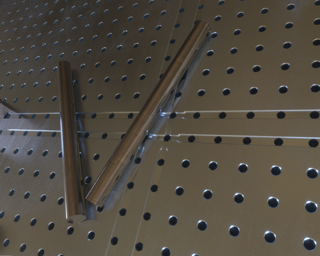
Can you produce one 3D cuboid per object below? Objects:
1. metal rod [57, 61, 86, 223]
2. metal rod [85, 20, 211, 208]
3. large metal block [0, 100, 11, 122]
[{"bbox_3d":[-0.142,0.001,0.482,0.025,0.025,0.299,-26,52,12],"label":"metal rod"},{"bbox_3d":[-0.009,-0.029,0.431,0.025,0.025,0.300,21,73,36],"label":"metal rod"},{"bbox_3d":[-0.346,-0.034,0.576,0.050,0.080,0.080,34,81,38],"label":"large metal block"}]
